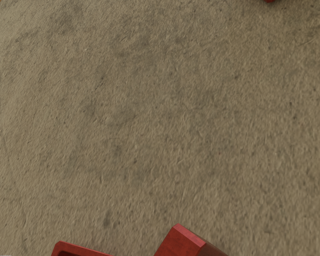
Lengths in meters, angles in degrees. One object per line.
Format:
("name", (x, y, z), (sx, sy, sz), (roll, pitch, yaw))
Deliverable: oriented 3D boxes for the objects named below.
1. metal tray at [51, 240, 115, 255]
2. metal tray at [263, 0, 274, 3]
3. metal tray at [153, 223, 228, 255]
("metal tray", (-0.092, 0.196, 0.326), (0.090, 0.030, 0.130), (2, 63, 29))
("metal tray", (0.185, -0.247, 0.447), (0.130, 0.030, 0.090), (-35, 47, 7))
("metal tray", (0.005, 0.154, 0.264), (0.030, 0.090, 0.130), (27, 76, 37))
